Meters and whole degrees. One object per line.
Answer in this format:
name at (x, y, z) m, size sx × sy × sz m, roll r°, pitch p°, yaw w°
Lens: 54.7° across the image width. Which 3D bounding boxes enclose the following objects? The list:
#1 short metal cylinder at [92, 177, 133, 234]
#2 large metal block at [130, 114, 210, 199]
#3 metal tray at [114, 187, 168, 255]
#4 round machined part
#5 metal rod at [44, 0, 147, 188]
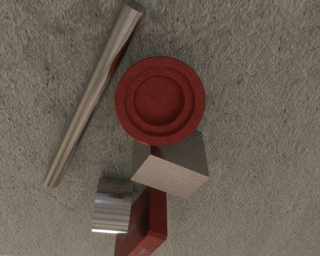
short metal cylinder at (-0.071, 0.118, 0.470) m, size 0.050 × 0.080 × 0.079 m, roll 7°, pitch 130°, yaw -7°
large metal block at (0.012, 0.035, 0.401) m, size 0.080 × 0.080 × 0.050 m, roll 23°, pitch 126°, yaw -19°
metal tray at (-0.034, 0.166, 0.505) m, size 0.030 × 0.090 × 0.129 m, roll 23°, pitch 126°, yaw -19°
round machined part at (-0.001, -0.032, 0.352) m, size 0.099 × 0.042 × 0.097 m, roll -1°, pitch 102°, yaw -6°
metal rod at (-0.095, -0.020, 0.388) m, size 0.025 × 0.025 × 0.298 m, roll 22°, pitch 127°, yaw -18°
